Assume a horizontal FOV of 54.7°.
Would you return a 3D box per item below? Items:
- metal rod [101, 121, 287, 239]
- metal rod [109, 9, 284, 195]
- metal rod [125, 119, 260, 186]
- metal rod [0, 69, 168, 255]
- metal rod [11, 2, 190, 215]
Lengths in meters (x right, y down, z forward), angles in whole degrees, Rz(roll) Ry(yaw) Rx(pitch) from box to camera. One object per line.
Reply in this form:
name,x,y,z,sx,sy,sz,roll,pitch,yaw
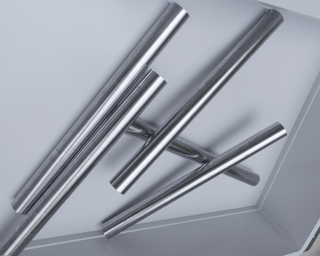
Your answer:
metal rod,0.049,0.078,0.457,0.301,0.025,0.025,-31,129,2
metal rod,0.049,-0.036,0.392,0.300,0.025,0.025,-47,130,-4
metal rod,0.061,0.043,0.470,0.302,0.025,0.025,25,105,-37
metal rod,-0.099,0.054,0.362,0.300,0.025,0.025,-49,129,4
metal rod,-0.073,-0.017,0.359,0.299,0.025,0.025,-50,129,7
